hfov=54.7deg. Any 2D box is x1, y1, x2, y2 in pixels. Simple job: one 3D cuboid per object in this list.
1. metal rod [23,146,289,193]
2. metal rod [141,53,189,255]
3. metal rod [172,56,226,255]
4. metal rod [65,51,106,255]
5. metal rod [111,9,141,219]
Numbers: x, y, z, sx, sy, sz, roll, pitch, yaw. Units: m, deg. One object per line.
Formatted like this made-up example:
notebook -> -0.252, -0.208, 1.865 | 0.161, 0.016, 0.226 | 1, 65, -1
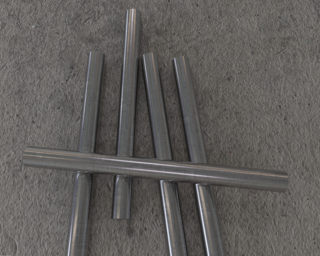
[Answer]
metal rod -> -0.006, 0.048, 0.362 | 0.302, 0.025, 0.025 | 6, 70, 2
metal rod -> 0.005, 0.039, 0.393 | 0.025, 0.025, 0.299 | -7, 70, -3
metal rod -> 0.048, 0.043, 0.392 | 0.025, 0.025, 0.299 | -7, 70, -3
metal rod -> -0.093, 0.037, 0.393 | 0.025, 0.025, 0.299 | 1, 70, 0
metal rod -> -0.043, -0.032, 0.419 | 0.025, 0.025, 0.299 | 1, 70, 0
